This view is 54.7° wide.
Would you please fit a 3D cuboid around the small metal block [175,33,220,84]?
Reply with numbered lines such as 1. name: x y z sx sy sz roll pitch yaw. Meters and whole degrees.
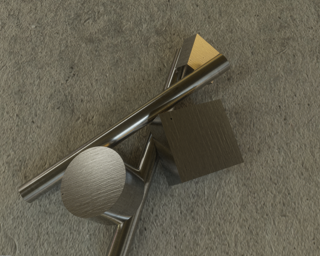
1. small metal block: 0.053 -0.093 0.430 0.050 0.025 0.050 30 67 -32

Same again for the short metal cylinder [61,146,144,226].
1. short metal cylinder: -0.065 0.068 0.357 0.080 0.050 0.080 -9 62 18

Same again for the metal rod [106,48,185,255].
1. metal rod: -0.009 0.026 0.399 0.025 0.025 0.299 16 71 6

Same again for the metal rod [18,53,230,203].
1. metal rod: -0.040 -0.003 0.391 0.301 0.025 0.025 -34 74 -5

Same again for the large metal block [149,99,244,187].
1. large metal block: 0.042 0.018 0.374 0.081 0.050 0.080 -15 80 -19
